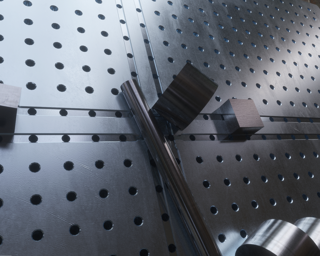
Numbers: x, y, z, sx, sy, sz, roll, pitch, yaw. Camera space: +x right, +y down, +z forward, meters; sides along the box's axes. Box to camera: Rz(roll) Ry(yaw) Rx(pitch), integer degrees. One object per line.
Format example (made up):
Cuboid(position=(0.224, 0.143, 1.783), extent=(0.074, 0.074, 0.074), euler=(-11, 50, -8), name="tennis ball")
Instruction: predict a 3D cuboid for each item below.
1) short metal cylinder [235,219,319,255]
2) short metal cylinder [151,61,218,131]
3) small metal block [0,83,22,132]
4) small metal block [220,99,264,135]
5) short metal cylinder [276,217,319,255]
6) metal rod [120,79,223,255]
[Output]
Cuboid(position=(0.134, 0.152, 0.352), extent=(0.050, 0.080, 0.080), euler=(-27, 77, -37), name="short metal cylinder")
Cuboid(position=(0.033, -0.042, 0.416), extent=(0.050, 0.080, 0.080), euler=(38, 51, -3), name="short metal cylinder")
Cuboid(position=(-0.171, -0.022, 0.314), extent=(0.050, 0.050, 0.025), euler=(10, 58, -23), name="small metal block")
Cuboid(position=(0.129, -0.018, 0.488), extent=(0.050, 0.025, 0.050), euler=(-1, 62, -29), name="small metal block")
Cuboid(position=(0.188, 0.158, 0.378), extent=(0.050, 0.080, 0.080), euler=(-28, 77, -37), name="short metal cylinder")
Cuboid(position=(0.020, 0.069, 0.376), extent=(0.025, 0.025, 0.299), euler=(-14, 69, -34), name="metal rod")
